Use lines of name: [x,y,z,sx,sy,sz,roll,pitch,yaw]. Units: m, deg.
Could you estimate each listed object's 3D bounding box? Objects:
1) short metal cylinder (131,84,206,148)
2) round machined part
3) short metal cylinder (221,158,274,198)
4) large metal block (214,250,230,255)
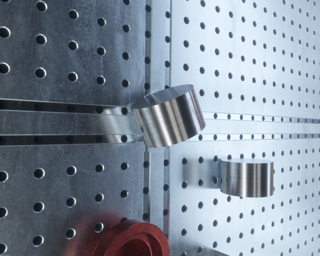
short metal cylinder: [0.010,-0.016,0.382,0.081,0.080,0.050,-31,110,-36]
round machined part: [-0.039,0.157,0.366,0.099,0.042,0.097,0,90,-40]
short metal cylinder: [0.136,0.076,0.488,0.081,0.080,0.050,1,90,-40]
large metal block: [0.132,0.240,0.485,0.080,0.080,0.050,38,67,-34]
